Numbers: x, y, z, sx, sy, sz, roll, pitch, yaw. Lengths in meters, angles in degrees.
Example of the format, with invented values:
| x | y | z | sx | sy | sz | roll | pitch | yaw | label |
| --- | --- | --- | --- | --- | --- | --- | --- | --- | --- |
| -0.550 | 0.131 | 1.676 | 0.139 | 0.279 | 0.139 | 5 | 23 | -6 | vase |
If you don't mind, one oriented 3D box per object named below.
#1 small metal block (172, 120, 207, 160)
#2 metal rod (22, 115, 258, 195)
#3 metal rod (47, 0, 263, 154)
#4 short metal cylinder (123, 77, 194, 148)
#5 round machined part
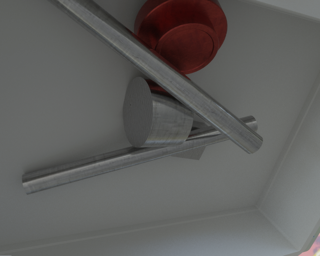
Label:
| x | y | z | sx | sy | sz | roll | pitch | yaw | label |
| --- | --- | --- | --- | --- | --- | --- | --- | --- | --- |
| 0.041 | 0.016 | 0.443 | 0.050 | 0.025 | 0.050 | 12 | 112 | -34 | small metal block |
| -0.015 | 0.031 | 0.396 | 0.302 | 0.025 | 0.025 | -14 | 125 | -12 | metal rod |
| -0.007 | -0.062 | 0.306 | 0.301 | 0.025 | 0.025 | 35 | 99 | -20 | metal rod |
| -0.004 | -0.018 | 0.361 | 0.050 | 0.080 | 0.079 | 0 | 118 | -29 | short metal cylinder |
| 0.024 | -0.095 | 0.329 | 0.099 | 0.042 | 0.098 | -8 | 146 | -6 | round machined part |
